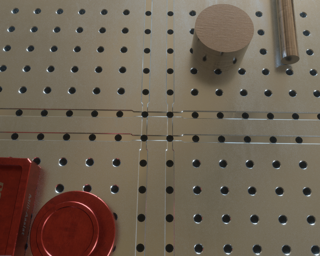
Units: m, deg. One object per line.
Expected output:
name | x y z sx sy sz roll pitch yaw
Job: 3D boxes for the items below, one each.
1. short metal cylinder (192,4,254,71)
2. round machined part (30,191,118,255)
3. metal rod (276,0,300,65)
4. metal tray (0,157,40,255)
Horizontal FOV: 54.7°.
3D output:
short metal cylinder | 0.088 -0.129 0.446 0.081 0.050 0.080 0 70 0
round machined part | -0.101 0.121 0.358 0.099 0.042 0.098 0 70 0
metal rod | 0.198 -0.239 0.499 0.025 0.025 0.299 4 70 1
metal tray | -0.204 0.101 0.370 0.091 0.030 0.130 2 70 1
